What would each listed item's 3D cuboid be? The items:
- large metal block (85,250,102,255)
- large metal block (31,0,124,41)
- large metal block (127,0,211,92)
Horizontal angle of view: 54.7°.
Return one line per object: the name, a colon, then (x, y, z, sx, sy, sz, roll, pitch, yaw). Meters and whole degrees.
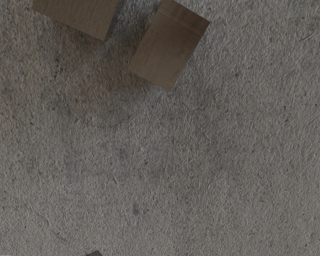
large metal block: (-0.114, 0.254, 0.489, 0.080, 0.050, 0.080, -28, 108, 9)
large metal block: (-0.081, -0.152, 0.340, 0.080, 0.050, 0.079, 22, 109, -8)
large metal block: (0.008, -0.095, 0.345, 0.050, 0.080, 0.080, 27, 108, -10)
